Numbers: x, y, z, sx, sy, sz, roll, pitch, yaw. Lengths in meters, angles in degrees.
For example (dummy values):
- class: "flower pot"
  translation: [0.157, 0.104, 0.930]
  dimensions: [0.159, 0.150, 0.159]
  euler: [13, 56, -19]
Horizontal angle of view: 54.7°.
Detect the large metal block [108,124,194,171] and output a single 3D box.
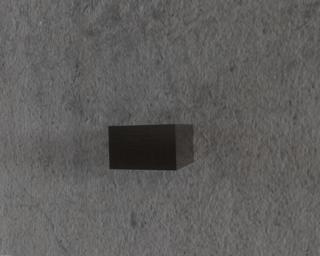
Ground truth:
- class: "large metal block"
  translation: [-0.007, 0.021, 0.382]
  dimensions: [0.080, 0.080, 0.050]
  euler: [-2, 90, 19]
